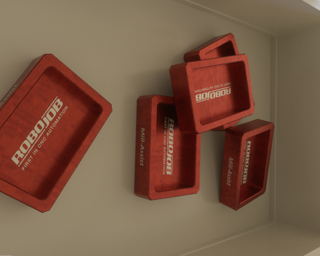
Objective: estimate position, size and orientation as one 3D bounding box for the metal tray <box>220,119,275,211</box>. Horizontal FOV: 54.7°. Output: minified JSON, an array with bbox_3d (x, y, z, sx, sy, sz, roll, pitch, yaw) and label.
[{"bbox_3d":[0.141,0.057,0.500,0.091,0.030,0.129,-15,114,-39],"label":"metal tray"}]

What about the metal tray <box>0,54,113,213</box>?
[{"bbox_3d":[-0.116,0.004,0.305,0.090,0.030,0.130,42,64,-32],"label":"metal tray"}]

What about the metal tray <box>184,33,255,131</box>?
[{"bbox_3d":[0.096,-0.071,0.483,0.091,0.030,0.129,-35,112,-34],"label":"metal tray"}]

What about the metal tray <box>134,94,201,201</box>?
[{"bbox_3d":[0.013,0.025,0.413,0.091,0.030,0.129,3,88,-40],"label":"metal tray"}]

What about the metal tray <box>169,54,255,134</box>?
[{"bbox_3d":[0.076,-0.050,0.427,0.131,0.030,0.089,-18,101,-39],"label":"metal tray"}]
